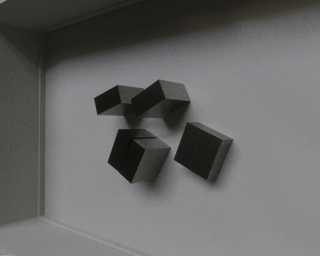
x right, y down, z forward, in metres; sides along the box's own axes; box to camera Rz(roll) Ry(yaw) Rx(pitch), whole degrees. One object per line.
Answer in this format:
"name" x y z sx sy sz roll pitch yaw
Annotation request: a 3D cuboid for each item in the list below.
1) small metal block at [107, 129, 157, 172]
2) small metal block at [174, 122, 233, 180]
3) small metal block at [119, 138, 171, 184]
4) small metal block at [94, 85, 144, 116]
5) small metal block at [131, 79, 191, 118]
"small metal block" -0.037 0.029 0.419 0.025 0.050 0.050 32 110 35
"small metal block" 0.050 0.026 0.364 0.050 0.025 0.050 29 108 36
"small metal block" -0.019 0.042 0.404 0.025 0.050 0.050 36 112 34
"small metal block" -0.055 -0.037 0.433 0.050 0.050 0.025 -21 77 38
"small metal block" 0.001 -0.035 0.388 0.050 0.050 0.025 -31 71 35
